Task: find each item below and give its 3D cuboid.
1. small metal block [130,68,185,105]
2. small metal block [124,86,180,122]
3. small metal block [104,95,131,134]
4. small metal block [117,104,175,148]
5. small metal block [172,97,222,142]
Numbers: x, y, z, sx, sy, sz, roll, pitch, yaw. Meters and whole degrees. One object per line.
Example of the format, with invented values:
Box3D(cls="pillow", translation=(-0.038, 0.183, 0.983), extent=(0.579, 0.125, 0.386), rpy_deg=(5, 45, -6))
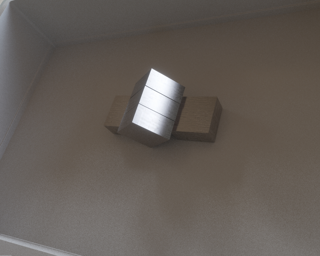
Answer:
Box3D(cls="small metal block", translation=(-0.004, -0.046, 0.403), extent=(0.050, 0.050, 0.025), rpy_deg=(-28, 41, 59))
Box3D(cls="small metal block", translation=(-0.011, -0.023, 0.393), extent=(0.050, 0.050, 0.025), rpy_deg=(-29, 40, 58))
Box3D(cls="small metal block", translation=(-0.044, -0.018, 0.436), extent=(0.050, 0.025, 0.050), rpy_deg=(4, 64, 29))
Box3D(cls="small metal block", translation=(-0.018, -0.001, 0.384), extent=(0.050, 0.050, 0.025), rpy_deg=(-29, 40, 58))
Box3D(cls="small metal block", translation=(0.046, -0.011, 0.386), extent=(0.050, 0.025, 0.050), rpy_deg=(3, 63, 29))
